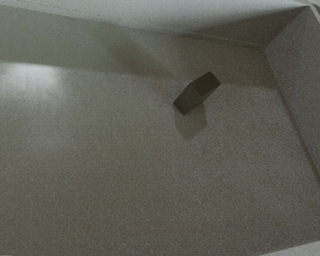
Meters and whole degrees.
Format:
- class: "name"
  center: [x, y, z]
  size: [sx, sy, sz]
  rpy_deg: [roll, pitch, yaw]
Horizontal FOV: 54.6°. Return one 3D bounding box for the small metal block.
- class: "small metal block"
  center: [0.054, -0.050, 0.448]
  size: [0.050, 0.050, 0.025]
  rpy_deg: [-35, 81, -38]
